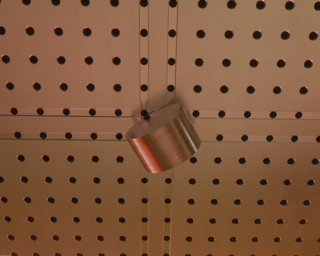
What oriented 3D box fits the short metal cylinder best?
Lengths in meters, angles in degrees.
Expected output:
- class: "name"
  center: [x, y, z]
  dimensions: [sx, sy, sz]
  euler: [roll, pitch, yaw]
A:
- class: "short metal cylinder"
  center: [0.004, 0.012, 0.388]
  dimensions: [0.080, 0.080, 0.050]
  euler: [-27, 107, 9]
